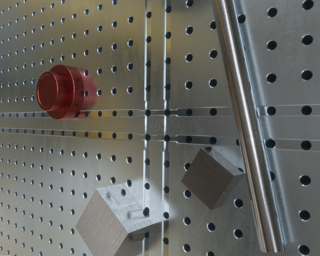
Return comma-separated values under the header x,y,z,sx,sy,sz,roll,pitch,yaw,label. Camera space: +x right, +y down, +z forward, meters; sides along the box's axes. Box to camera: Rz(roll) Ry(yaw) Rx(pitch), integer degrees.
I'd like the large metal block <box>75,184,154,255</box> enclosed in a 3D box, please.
x,y,z,sx,sy,sz,roll,pitch,yaw,label
-0.067,0.140,0.446,0.080,0.050,0.080,45,117,30,large metal block

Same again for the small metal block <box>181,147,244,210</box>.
x,y,z,sx,sy,sz,roll,pitch,yaw,label
0.060,0.057,0.359,0.050,0.025,0.050,41,115,32,small metal block

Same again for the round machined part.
x,y,z,sx,sy,sz,roll,pitch,yaw,label
-0.181,-0.063,0.544,0.098,0.042,0.097,0,90,39,round machined part

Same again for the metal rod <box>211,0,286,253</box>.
x,y,z,sx,sy,sz,roll,pitch,yaw,label
0.090,-0.024,0.333,0.025,0.025,0.298,-15,80,38,metal rod
